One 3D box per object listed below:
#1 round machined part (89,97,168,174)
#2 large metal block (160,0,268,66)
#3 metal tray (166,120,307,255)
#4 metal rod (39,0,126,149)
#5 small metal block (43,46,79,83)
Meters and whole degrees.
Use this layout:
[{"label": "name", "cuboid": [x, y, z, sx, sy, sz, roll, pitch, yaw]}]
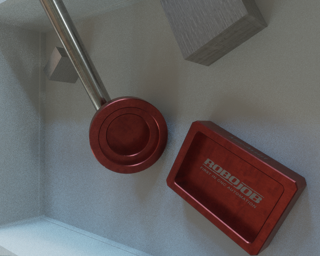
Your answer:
[{"label": "round machined part", "cuboid": [-0.043, 0.007, 0.404, 0.042, 0.099, 0.097, -138, 59, -70]}, {"label": "large metal block", "cuboid": [0.057, -0.127, 0.342, 0.080, 0.050, 0.080, -31, 71, 35]}, {"label": "metal tray", "cuboid": [0.075, 0.059, 0.339, 0.130, 0.030, 0.089, 35, 111, 34]}, {"label": "metal rod", "cuboid": [-0.105, -0.094, 0.400, 0.025, 0.025, 0.299, -9, 114, 39]}, {"label": "small metal block", "cuboid": [-0.158, -0.104, 0.517, 0.050, 0.050, 0.025, -49, 61, 28]}]
